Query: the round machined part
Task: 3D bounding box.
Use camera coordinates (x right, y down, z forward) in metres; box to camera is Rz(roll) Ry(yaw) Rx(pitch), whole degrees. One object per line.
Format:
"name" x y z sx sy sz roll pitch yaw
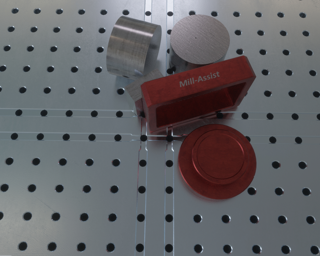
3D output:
"round machined part" 0.072 0.040 0.389 0.099 0.042 0.098 0 70 0

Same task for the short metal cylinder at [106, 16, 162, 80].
"short metal cylinder" -0.034 -0.106 0.421 0.050 0.080 0.080 17 71 6

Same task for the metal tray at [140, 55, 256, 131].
"metal tray" 0.044 -0.040 0.392 0.131 0.090 0.030 -16 71 -6

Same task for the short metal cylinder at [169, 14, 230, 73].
"short metal cylinder" 0.054 -0.112 0.440 0.081 0.050 0.080 0 70 0

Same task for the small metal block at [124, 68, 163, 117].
"small metal block" -0.017 -0.046 0.415 0.050 0.050 0.025 -32 73 -11
